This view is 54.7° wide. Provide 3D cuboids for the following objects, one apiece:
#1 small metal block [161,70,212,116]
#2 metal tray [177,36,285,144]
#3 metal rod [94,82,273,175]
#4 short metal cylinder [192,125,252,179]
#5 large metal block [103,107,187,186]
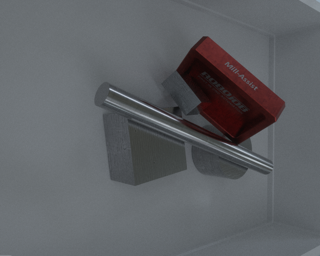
[{"bbox_3d":[0.035,-0.044,0.392,0.050,0.025,0.050,54,21,12],"label":"small metal block"},{"bbox_3d":[0.080,-0.044,0.400,0.130,0.090,0.030,41,60,0],"label":"metal tray"},{"bbox_3d":[0.054,0.014,0.386,0.302,0.025,0.025,23,76,-38],"label":"metal rod"},{"bbox_3d":[0.095,0.035,0.471,0.081,0.050,0.079,0,90,-40],"label":"short metal cylinder"},{"bbox_3d":[-0.017,0.018,0.377,0.081,0.050,0.079,-10,97,-40],"label":"large metal block"}]
